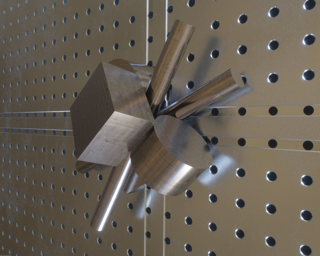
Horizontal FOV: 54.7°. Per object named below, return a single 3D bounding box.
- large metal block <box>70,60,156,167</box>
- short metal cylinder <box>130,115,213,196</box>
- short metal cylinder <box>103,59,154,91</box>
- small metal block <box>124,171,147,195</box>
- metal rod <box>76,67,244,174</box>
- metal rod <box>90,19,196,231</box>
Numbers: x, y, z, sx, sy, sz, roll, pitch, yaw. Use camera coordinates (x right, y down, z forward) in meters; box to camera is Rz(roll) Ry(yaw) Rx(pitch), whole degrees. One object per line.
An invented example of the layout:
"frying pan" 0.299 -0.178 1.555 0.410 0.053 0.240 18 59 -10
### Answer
"large metal block" -0.058 -0.015 0.354 0.080 0.050 0.080 -48 45 30
"short metal cylinder" 0.013 0.031 0.358 0.050 0.081 0.080 -51 60 29
"short metal cylinder" -0.041 -0.050 0.422 0.080 0.050 0.079 0 90 40
"small metal block" -0.032 0.059 0.431 0.050 0.025 0.050 -34 69 34
"metal rod" -0.022 0.004 0.423 0.299 0.025 0.025 -29 72 36
"metal rod" -0.030 0.010 0.397 0.025 0.025 0.298 37 112 33
